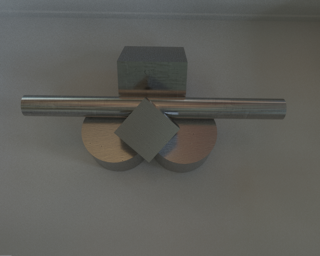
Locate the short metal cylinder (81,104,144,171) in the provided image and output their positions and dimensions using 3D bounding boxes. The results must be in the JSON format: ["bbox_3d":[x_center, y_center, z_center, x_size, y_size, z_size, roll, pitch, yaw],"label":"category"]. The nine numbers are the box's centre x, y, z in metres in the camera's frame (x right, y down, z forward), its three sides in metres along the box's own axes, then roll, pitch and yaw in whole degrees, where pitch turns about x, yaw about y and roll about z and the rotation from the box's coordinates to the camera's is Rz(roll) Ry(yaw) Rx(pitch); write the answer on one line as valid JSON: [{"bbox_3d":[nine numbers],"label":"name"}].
[{"bbox_3d":[-0.053,0.010,0.391,0.081,0.050,0.080,0,70,0],"label":"short metal cylinder"}]

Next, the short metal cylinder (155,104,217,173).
[{"bbox_3d":[0.028,0.012,0.391,0.081,0.050,0.080,0,70,0],"label":"short metal cylinder"}]

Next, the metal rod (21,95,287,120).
[{"bbox_3d":[-0.007,-0.024,0.364,0.302,0.025,0.025,1,70,0],"label":"metal rod"}]

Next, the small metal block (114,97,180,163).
[{"bbox_3d":[-0.014,0.001,0.343,0.050,0.025,0.050,41,96,-6],"label":"small metal block"}]

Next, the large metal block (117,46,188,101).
[{"bbox_3d":[-0.009,-0.071,0.399,0.081,0.050,0.080,1,27,0],"label":"large metal block"}]
